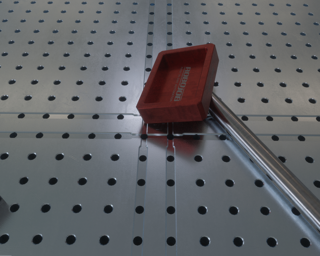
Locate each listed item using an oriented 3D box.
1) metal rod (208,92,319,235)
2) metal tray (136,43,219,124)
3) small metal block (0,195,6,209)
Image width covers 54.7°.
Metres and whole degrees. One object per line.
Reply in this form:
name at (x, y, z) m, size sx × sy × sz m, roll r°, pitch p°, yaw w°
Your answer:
metal rod at (0.135, 0.049, 0.367) m, size 0.025 × 0.025 × 0.300 m, roll -24°, pitch 54°, yaw -19°
metal tray at (0.029, -0.065, 0.440) m, size 0.090 × 0.030 × 0.130 m, roll -3°, pitch 47°, yaw 24°
small metal block at (-0.208, 0.086, 0.334) m, size 0.050 × 0.025 × 0.050 m, roll 19°, pitch 53°, yaw 15°
